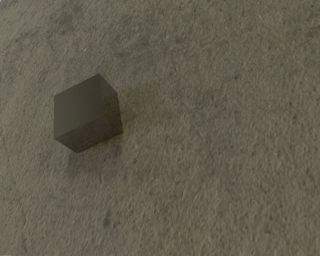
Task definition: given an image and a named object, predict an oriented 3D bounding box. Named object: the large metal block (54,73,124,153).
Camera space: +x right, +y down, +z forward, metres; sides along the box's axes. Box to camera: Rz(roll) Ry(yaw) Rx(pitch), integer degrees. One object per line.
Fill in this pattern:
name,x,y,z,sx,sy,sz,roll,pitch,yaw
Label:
large metal block,-0.106,-0.021,0.454,0.080,0.050,0.080,-24,53,13
